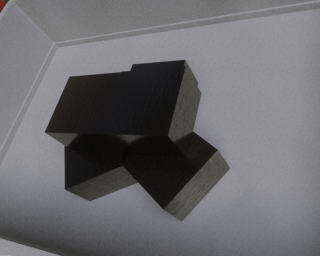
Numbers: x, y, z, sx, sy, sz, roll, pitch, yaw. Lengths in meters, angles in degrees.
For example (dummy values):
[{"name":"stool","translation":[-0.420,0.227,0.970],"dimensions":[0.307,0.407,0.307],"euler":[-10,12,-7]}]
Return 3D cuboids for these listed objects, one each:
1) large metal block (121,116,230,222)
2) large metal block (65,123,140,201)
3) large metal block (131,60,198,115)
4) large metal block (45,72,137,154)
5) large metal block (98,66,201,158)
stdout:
[{"name":"large metal block","translation":[0.017,0.043,0.351],"dimensions":[0.080,0.050,0.080],"euler":[-47,51,-5]},{"name":"large metal block","translation":[-0.075,0.038,0.404],"dimensions":[0.080,0.050,0.080],"euler":[-23,53,14]},{"name":"large metal block","translation":[-0.002,-0.041,0.414],"dimensions":[0.080,0.050,0.080],"euler":[2,62,29]},{"name":"large metal block","translation":[-0.078,-0.018,0.375],"dimensions":[0.080,0.050,0.080],"euler":[1,62,28]},{"name":"large metal block","translation":[-0.008,-0.017,0.336],"dimensions":[0.080,0.050,0.080],"euler":[1,62,28]}]
